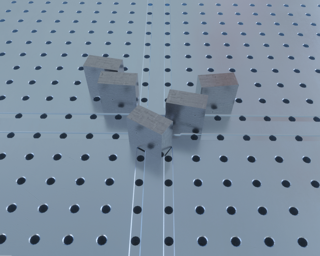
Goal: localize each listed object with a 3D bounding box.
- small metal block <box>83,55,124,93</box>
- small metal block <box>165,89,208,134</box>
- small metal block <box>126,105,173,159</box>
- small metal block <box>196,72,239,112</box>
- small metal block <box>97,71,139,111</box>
[{"bbox_3d":[-0.080,-0.076,0.454,0.050,0.050,0.025,9,51,7],"label":"small metal block"},{"bbox_3d":[0.034,-0.021,0.410,0.050,0.050,0.025,10,51,8],"label":"small metal block"},{"bbox_3d":[-0.012,0.005,0.387,0.050,0.050,0.025,26,55,20],"label":"small metal block"},{"bbox_3d":[0.078,-0.049,0.433,0.050,0.050,0.025,-5,51,-5],"label":"small metal block"},{"bbox_3d":[-0.057,-0.051,0.433,0.050,0.050,0.025,4,50,3],"label":"small metal block"}]
